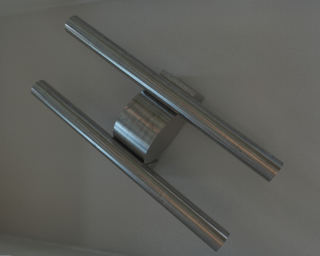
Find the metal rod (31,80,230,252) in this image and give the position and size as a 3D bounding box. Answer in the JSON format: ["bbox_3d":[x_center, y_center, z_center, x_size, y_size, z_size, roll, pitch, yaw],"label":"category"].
[{"bbox_3d":[-0.047,0.035,0.373,0.300,0.025,0.025,38,102,16],"label":"metal rod"}]

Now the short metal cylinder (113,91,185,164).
[{"bbox_3d":[-0.012,-0.003,0.383,0.050,0.080,0.080,38,102,15],"label":"short metal cylinder"}]

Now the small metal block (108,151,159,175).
[{"bbox_3d":[-0.036,0.040,0.407,0.050,0.050,0.025,38,102,15],"label":"small metal block"}]

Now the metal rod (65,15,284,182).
[{"bbox_3d":[0.003,-0.043,0.354,0.300,0.025,0.025,38,102,15],"label":"metal rod"}]

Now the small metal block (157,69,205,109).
[{"bbox_3d":[0.023,-0.045,0.386,0.050,0.050,0.025,38,102,15],"label":"small metal block"}]
